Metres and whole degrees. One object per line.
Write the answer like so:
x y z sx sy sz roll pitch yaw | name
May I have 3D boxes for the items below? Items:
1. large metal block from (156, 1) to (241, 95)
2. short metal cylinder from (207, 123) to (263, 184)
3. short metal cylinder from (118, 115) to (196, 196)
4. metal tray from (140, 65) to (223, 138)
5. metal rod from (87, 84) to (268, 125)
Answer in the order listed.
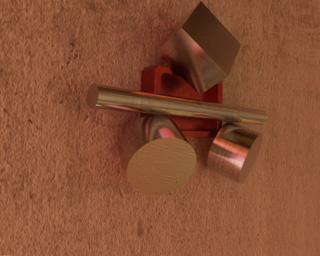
0.053 -0.105 0.406 0.080 0.050 0.080 42 47 -14 | large metal block
0.113 0.036 0.463 0.080 0.050 0.079 -41 144 -39 | short metal cylinder
-0.005 0.032 0.362 0.081 0.050 0.079 -9 123 -15 | short metal cylinder
0.034 -0.032 0.431 0.131 0.030 0.089 2 89 -40 | metal tray
0.048 -0.025 0.407 0.302 0.025 0.025 4 88 -40 | metal rod
